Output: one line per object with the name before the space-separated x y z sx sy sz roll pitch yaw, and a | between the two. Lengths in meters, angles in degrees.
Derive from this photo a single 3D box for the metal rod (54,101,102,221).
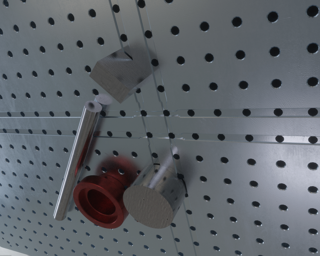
metal rod | -0.149 0.073 0.534 0.025 0.025 0.298 33 129 7

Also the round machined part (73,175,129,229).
round machined part | -0.093 0.119 0.523 0.098 0.042 0.097 13 124 21

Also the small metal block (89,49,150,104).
small metal block | -0.049 -0.064 0.381 0.050 0.050 0.025 42 129 -1

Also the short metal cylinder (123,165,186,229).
short metal cylinder | -0.007 0.102 0.462 0.080 0.050 0.079 13 124 21
